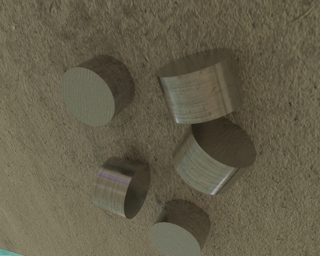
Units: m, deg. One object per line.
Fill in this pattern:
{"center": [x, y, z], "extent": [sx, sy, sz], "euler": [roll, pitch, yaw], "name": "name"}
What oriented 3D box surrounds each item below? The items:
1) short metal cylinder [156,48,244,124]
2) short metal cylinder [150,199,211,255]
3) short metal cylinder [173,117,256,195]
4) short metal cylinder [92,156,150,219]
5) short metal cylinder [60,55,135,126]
{"center": [0.042, -0.045, 0.322], "extent": [0.080, 0.080, 0.050], "euler": [-5, 116, 31], "name": "short metal cylinder"}
{"center": [0.031, 0.156, 0.471], "extent": [0.080, 0.050, 0.079], "euler": [13, 124, 21], "name": "short metal cylinder"}
{"center": [0.062, 0.029, 0.357], "extent": [0.080, 0.080, 0.050], "euler": [34, 129, 6], "name": "short metal cylinder"}
{"center": [-0.054, 0.086, 0.453], "extent": [0.050, 0.080, 0.079], "euler": [13, 124, 21], "name": "short metal cylinder"}
{"center": [-0.080, -0.049, 0.403], "extent": [0.080, 0.050, 0.079], "euler": [13, 124, 21], "name": "short metal cylinder"}
